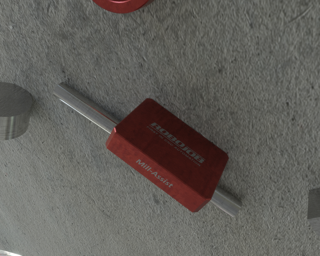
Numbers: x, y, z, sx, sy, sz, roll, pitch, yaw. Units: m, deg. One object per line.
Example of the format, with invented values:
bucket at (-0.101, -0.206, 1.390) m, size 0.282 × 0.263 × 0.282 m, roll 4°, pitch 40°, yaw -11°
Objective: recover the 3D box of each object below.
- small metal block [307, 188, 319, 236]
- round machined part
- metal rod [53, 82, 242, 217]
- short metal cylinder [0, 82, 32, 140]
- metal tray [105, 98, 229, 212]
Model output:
small metal block at (0.195, 0.088, 0.343) m, size 0.050 × 0.050 × 0.025 m, roll -25°, pitch 105°, yaw 36°
round machined part at (-0.034, -0.169, 0.308) m, size 0.098 × 0.042 × 0.097 m, roll 13°, pitch 124°, yaw 20°
metal rod at (-0.020, 0.027, 0.432) m, size 0.301 × 0.025 × 0.025 m, roll 34°, pitch 129°, yaw 5°
short metal cylinder at (-0.244, -0.027, 0.481) m, size 0.080 × 0.080 × 0.050 m, roll 32°, pitch 128°, yaw 7°
metal tray at (0.013, 0.028, 0.374) m, size 0.130 × 0.090 × 0.030 m, roll 36°, pitch 129°, yaw 3°
